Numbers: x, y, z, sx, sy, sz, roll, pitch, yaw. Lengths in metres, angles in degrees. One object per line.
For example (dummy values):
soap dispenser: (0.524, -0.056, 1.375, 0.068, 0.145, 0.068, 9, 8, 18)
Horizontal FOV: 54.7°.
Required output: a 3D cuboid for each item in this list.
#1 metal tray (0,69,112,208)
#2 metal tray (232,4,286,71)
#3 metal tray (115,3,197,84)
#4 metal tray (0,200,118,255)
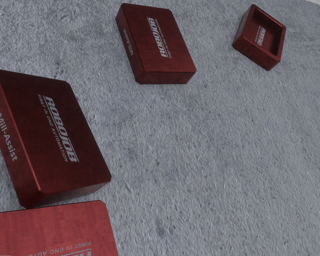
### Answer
metal tray: (-0.111, 0.008, 0.311, 0.090, 0.030, 0.130, 1, 57, -59)
metal tray: (0.202, -0.184, 0.620, 0.090, 0.030, 0.130, 32, 52, -8)
metal tray: (-0.007, -0.129, 0.475, 0.091, 0.030, 0.130, -5, 64, -31)
metal tray: (-0.098, 0.114, 0.256, 0.131, 0.030, 0.090, 4, 57, -43)
